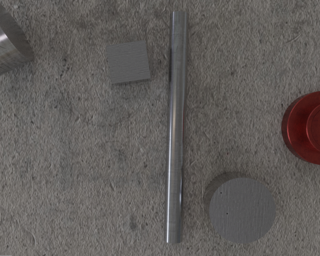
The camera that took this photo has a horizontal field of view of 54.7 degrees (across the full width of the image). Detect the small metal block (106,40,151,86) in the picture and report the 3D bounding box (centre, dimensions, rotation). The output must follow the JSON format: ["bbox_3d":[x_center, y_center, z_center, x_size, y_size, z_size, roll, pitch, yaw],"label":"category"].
[{"bbox_3d":[-0.040,-0.085,0.409,0.050,0.025,0.050,-8,90,0],"label":"small metal block"}]

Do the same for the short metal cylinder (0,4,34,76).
[{"bbox_3d":[-0.203,-0.109,0.381,0.050,0.080,0.080,-28,90,0],"label":"short metal cylinder"}]

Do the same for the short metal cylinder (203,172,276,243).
[{"bbox_3d":[0.100,0.099,0.398,0.081,0.050,0.079,0,90,0],"label":"short metal cylinder"}]

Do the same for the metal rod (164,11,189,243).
[{"bbox_3d":[0.022,-0.001,0.409,0.025,0.025,0.298,2,90,0],"label":"metal rod"}]

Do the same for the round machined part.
[{"bbox_3d":[0.215,0.000,0.403,0.099,0.042,0.097,0,90,0],"label":"round machined part"}]
